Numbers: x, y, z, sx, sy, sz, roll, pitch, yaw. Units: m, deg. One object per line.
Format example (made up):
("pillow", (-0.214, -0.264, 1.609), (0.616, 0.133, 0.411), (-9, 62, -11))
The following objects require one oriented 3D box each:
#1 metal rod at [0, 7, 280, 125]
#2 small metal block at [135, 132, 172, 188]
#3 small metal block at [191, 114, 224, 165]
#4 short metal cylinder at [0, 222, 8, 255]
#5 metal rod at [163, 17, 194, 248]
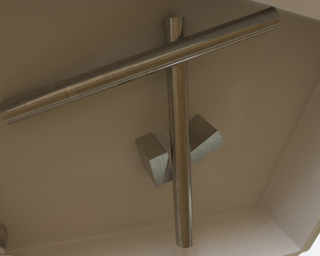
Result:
("metal rod", (-0.016, -0.067, 0.327), (0.302, 0.025, 0.025), (-21, 127, -5))
("small metal block", (-0.008, 0.042, 0.416), (0.025, 0.050, 0.050), (-24, 127, -14))
("small metal block", (0.052, 0.015, 0.432), (0.050, 0.050, 0.025), (-39, 130, -2))
("short metal cylinder", (-0.216, 0.131, 0.336), (0.080, 0.080, 0.050), (-40, 130, -1))
("metal rod", (0.026, 0.019, 0.390), (0.025, 0.025, 0.298), (-12, 109, -23))
